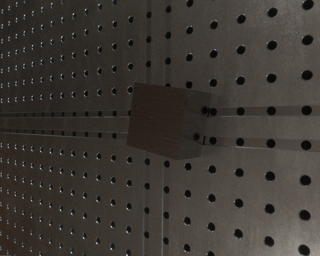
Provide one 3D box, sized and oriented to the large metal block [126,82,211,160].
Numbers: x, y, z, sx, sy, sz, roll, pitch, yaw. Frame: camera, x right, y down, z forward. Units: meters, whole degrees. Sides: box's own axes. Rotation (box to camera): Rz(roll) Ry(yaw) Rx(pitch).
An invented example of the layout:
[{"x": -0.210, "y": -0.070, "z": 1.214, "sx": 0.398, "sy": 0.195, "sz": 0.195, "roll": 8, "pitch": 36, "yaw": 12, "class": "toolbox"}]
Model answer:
[{"x": 0.009, "y": -0.010, "z": 0.384, "sx": 0.080, "sy": 0.050, "sz": 0.079, "roll": 13, "pitch": 98, "yaw": 39, "class": "large metal block"}]
